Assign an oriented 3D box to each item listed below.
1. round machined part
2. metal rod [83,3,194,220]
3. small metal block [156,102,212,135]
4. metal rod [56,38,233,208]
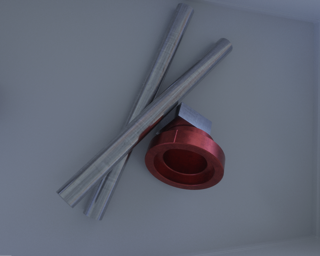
[{"bbox_3d":[0.033,0.034,0.394,0.098,0.098,0.042,33,47,-18],"label":"round machined part"},{"bbox_3d":[-0.024,-0.027,0.402,0.025,0.025,0.299,26,81,-19],"label":"metal rod"},{"bbox_3d":[0.031,0.000,0.407,0.050,0.050,0.025,33,47,-18],"label":"small metal block"},{"bbox_3d":[-0.003,-0.022,0.386,0.301,0.025,0.025,-45,105,-24],"label":"metal rod"}]
